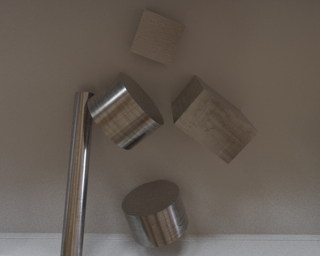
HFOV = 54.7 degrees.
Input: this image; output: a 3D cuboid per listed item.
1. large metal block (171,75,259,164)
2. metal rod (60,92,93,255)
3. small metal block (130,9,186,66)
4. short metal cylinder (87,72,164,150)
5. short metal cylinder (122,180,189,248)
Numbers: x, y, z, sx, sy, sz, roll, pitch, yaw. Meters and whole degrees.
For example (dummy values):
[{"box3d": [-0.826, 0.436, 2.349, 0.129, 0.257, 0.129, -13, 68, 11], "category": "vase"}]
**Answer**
[{"box3d": [0.062, -0.014, 0.378, 0.080, 0.080, 0.050, 36, 106, -13], "category": "large metal block"}, {"box3d": [-0.103, 0.104, 0.375, 0.025, 0.025, 0.298, 3, 82, -2], "category": "metal rod"}, {"box3d": [-0.003, -0.108, 0.371, 0.050, 0.025, 0.050, 20, 109, -8], "category": "small metal block"}, {"box3d": [-0.040, -0.020, 0.374, 0.050, 0.080, 0.080, -38, 106, 13], "category": "short metal cylinder"}, {"box3d": [-0.006, 0.115, 0.424, 0.080, 0.080, 0.050, -15, 110, 5], "category": "short metal cylinder"}]
